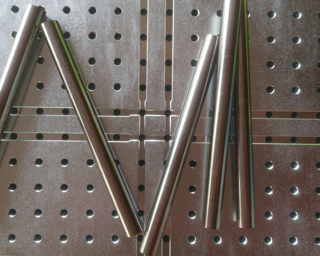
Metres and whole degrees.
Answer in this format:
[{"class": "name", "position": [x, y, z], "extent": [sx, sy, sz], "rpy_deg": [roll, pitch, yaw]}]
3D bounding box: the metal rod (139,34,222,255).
[{"class": "metal rod", "position": [0.028, 0.022, 0.413], "extent": [0.025, 0.025, 0.298], "rpy_deg": [17, 90, -1]}]

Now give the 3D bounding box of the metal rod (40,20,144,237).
[{"class": "metal rod", "position": [-0.090, 0.001, 0.412], "extent": [0.025, 0.025, 0.299], "rpy_deg": [-22, 90, 0]}]

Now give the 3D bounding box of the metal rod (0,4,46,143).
[{"class": "metal rod", "position": [-0.213, -0.018, 0.410], "extent": [0.025, 0.025, 0.299], "rpy_deg": [20, 90, -1]}]

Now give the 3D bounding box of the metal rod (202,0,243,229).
[{"class": "metal rod", "position": [0.081, -0.017, 0.402], "extent": [0.025, 0.025, 0.298], "rpy_deg": [5, 95, -1]}]

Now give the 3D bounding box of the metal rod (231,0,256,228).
[{"class": "metal rod", "position": [0.110, -0.019, 0.414], "extent": [0.025, 0.025, 0.298], "rpy_deg": [-2, 90, -1]}]
